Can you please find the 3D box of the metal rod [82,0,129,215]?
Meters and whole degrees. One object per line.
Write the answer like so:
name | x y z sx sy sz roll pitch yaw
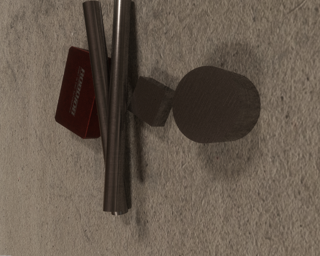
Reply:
metal rod | -0.077 -0.025 0.440 0.025 0.025 0.298 -3 96 39

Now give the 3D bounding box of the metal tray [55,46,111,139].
metal tray | -0.121 -0.057 0.499 0.090 0.030 0.129 26 106 36

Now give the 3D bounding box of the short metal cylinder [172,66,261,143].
short metal cylinder | 0.061 -0.024 0.337 0.080 0.050 0.079 0 90 39

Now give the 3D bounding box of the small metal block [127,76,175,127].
small metal block | -0.011 -0.035 0.412 0.050 0.025 0.050 35 111 34

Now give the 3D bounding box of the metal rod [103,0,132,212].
metal rod | -0.057 -0.040 0.423 0.025 0.025 0.298 -6 78 39
